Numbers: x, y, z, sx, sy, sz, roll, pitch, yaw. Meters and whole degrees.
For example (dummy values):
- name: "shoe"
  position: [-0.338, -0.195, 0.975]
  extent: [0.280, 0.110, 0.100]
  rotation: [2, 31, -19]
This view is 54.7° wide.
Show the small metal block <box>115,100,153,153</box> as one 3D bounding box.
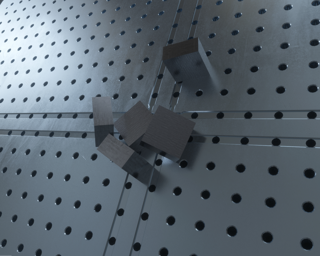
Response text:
- name: "small metal block"
  position: [-0.029, -0.001, 0.423]
  extent: [0.050, 0.025, 0.050]
  rotation: [-41, 51, 0]

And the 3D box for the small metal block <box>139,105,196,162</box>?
- name: "small metal block"
  position: [0.009, 0.007, 0.382]
  extent: [0.050, 0.025, 0.050]
  rotation: [26, 72, -2]

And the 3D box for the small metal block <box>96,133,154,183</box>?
- name: "small metal block"
  position: [-0.044, 0.038, 0.390]
  extent: [0.050, 0.050, 0.025]
  rotation: [30, 78, 37]

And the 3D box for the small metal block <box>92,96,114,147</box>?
- name: "small metal block"
  position: [-0.080, -0.009, 0.434]
  extent: [0.025, 0.050, 0.050]
  rotation: [-4, 54, -12]

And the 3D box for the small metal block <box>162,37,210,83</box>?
- name: "small metal block"
  position: [0.037, -0.093, 0.429]
  extent: [0.050, 0.050, 0.025]
  rotation: [-10, 58, 22]
